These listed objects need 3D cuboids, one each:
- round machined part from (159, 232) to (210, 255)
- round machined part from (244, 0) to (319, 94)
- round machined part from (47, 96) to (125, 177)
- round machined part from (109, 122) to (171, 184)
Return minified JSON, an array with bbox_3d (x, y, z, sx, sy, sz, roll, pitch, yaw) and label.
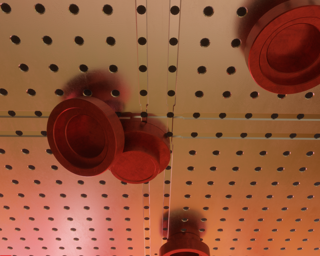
[{"bbox_3d":[0.047,0.240,0.605,0.099,0.042,0.097,0,130,0],"label":"round machined part"},{"bbox_3d":[0.139,-0.087,0.327,0.099,0.042,0.097,0,130,0],"label":"round machined part"},{"bbox_3d":[-0.088,0.008,0.388,0.098,0.042,0.097,6,106,20],"label":"round machined part"},{"bbox_3d":[-0.034,0.041,0.435,0.099,0.042,0.097,0,130,0],"label":"round machined part"}]
